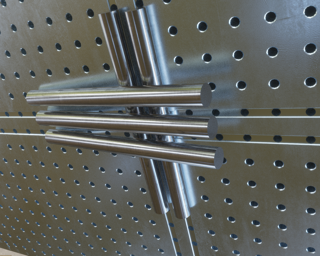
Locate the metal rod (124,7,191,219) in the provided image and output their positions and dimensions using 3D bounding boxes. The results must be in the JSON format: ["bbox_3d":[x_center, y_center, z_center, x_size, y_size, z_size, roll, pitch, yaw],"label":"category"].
[{"bbox_3d":[0.003,-0.001,0.408,0.025,0.025,0.298,1,119,27],"label":"metal rod"}]

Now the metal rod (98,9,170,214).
[{"bbox_3d":[-0.028,-0.004,0.422,0.025,0.025,0.298,1,119,27],"label":"metal rod"}]

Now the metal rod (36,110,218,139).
[{"bbox_3d":[-0.067,-0.008,0.413,0.300,0.025,0.025,4,121,35],"label":"metal rod"}]

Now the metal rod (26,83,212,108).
[{"bbox_3d":[-0.076,-0.040,0.398,0.300,0.025,0.025,3,120,35],"label":"metal rod"}]

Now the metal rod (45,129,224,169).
[{"bbox_3d":[-0.057,0.023,0.427,0.300,0.025,0.025,5,121,35],"label":"metal rod"}]
